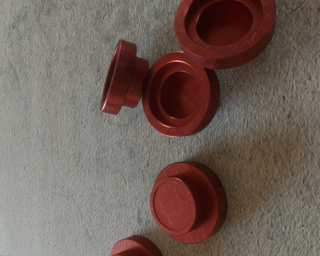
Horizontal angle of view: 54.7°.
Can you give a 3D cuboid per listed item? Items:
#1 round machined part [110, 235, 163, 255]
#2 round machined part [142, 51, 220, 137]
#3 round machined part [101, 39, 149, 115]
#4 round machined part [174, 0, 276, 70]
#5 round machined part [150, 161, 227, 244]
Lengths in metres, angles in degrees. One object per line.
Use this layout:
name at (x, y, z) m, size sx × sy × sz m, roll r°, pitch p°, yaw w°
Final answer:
round machined part at (-0.039, 0.203, 0.426) m, size 0.098 × 0.042 × 0.097 m, roll 0°, pitch 90°, yaw 40°
round machined part at (0.028, -0.039, 0.370) m, size 0.098 × 0.042 × 0.097 m, roll 1°, pitch 91°, yaw 39°
round machined part at (-0.046, -0.064, 0.412) m, size 0.098 × 0.042 × 0.097 m, roll -165°, pitch 89°, yaw -74°
round machined part at (0.067, -0.103, 0.321) m, size 0.098 × 0.042 × 0.098 m, roll -6°, pitch 69°, yaw 16°
round machined part at (0.027, 0.090, 0.372) m, size 0.098 × 0.042 × 0.097 m, roll 0°, pitch 90°, yaw 40°
